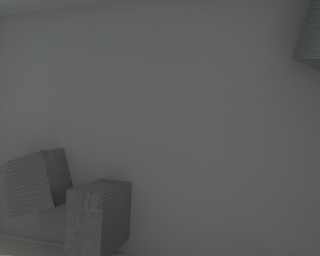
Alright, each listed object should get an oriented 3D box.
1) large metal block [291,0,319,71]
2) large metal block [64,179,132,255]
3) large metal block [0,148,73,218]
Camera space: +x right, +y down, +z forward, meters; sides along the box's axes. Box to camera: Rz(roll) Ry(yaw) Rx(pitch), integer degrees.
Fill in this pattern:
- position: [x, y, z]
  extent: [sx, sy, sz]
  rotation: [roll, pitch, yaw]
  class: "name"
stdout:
- position: [0.192, -0.100, 0.308]
  extent: [0.080, 0.050, 0.080]
  rotation: [28, 103, 62]
  class: "large metal block"
- position: [-0.078, 0.115, 0.408]
  extent: [0.050, 0.080, 0.079]
  rotation: [3, 91, 20]
  class: "large metal block"
- position: [-0.181, 0.080, 0.459]
  extent: [0.080, 0.050, 0.080]
  rotation: [-17, 85, 19]
  class: "large metal block"
